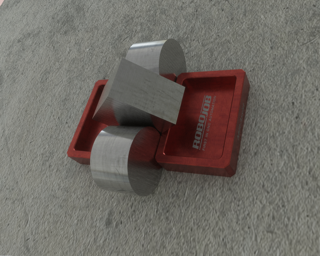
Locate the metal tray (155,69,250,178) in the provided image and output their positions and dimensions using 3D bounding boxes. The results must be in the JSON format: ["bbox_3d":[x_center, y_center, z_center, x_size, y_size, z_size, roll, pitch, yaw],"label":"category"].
[{"bbox_3d":[0.054,-0.009,0.380,0.090,0.030,0.130,2,62,29],"label":"metal tray"}]

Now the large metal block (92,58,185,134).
[{"bbox_3d":[-0.028,-0.030,0.377,0.080,0.080,0.050,-35,36,61],"label":"large metal block"}]

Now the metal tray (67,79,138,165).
[{"bbox_3d":[-0.070,-0.010,0.445,0.090,0.030,0.130,2,62,29],"label":"metal tray"}]

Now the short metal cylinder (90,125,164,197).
[{"bbox_3d":[-0.036,0.037,0.366,0.050,0.080,0.080,2,63,29],"label":"short metal cylinder"}]

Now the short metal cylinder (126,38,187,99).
[{"bbox_3d":[-0.004,-0.078,0.420,0.050,0.080,0.080,2,63,29],"label":"short metal cylinder"}]
